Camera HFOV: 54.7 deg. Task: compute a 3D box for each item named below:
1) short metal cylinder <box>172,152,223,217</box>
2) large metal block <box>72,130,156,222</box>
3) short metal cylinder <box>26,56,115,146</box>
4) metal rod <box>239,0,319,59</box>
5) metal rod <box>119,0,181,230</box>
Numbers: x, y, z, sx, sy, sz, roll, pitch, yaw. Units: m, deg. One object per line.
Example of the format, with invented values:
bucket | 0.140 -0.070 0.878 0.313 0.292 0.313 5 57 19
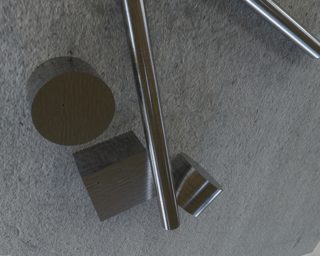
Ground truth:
short metal cylinder | 0.043 0.080 0.444 0.050 0.080 0.080 -49 129 6
large metal block | -0.056 0.061 0.398 0.081 0.050 0.080 -22 127 -15
short metal cylinder | -0.093 -0.028 0.322 0.081 0.050 0.079 -14 124 -21
metal rod | 0.118 -0.154 0.375 0.302 0.025 0.025 18 109 -36
metal rod | -0.008 -0.011 0.354 0.025 0.025 0.298 -17 113 -19
